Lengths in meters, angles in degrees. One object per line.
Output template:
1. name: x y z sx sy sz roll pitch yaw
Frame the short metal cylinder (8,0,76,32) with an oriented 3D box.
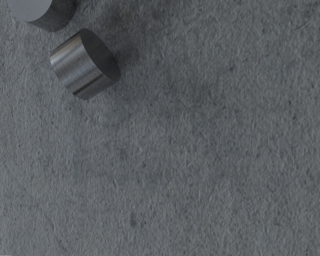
1. short metal cylinder: -0.172 -0.188 0.455 0.080 0.050 0.079 0 90 19

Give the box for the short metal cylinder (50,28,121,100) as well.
1. short metal cylinder: -0.097 -0.084 0.413 0.050 0.080 0.080 -30 81 17
